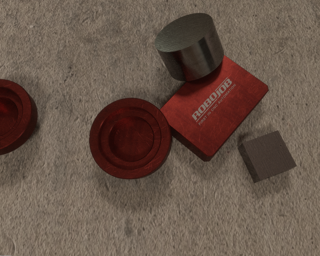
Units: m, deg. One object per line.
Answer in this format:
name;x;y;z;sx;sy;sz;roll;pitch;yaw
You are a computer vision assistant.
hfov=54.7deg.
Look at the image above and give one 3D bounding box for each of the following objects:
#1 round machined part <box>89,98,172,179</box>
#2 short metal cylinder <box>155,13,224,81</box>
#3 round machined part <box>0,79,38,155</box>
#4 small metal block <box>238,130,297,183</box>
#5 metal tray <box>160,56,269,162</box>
round machined part;-0.034;0.015;0.386;0.099;0.042;0.097;-1;80;7
short metal cylinder;0.040;-0.109;0.416;0.080;0.050;0.080;-17;44;17
round machined part;-0.208;-0.011;0.400;0.099;0.042;0.098;0;70;-1
small metal block;0.136;0.037;0.396;0.050;0.025;0.050;-19;71;-7
metal tray;0.071;-0.031;0.418;0.090;0.030;0.130;40;74;13
